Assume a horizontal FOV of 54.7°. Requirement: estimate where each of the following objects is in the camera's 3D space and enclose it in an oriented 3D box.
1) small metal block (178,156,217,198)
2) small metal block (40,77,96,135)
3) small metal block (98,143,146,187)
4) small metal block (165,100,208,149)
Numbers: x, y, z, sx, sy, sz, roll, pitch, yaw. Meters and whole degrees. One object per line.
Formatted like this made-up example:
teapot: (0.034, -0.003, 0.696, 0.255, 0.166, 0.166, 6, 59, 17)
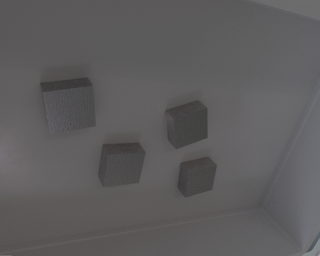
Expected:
small metal block: (0.058, 0.077, 0.488, 0.050, 0.025, 0.050, -10, 123, -23)
small metal block: (-0.100, -0.025, 0.339, 0.050, 0.025, 0.050, -11, 123, -22)
small metal block: (-0.051, 0.048, 0.410, 0.050, 0.025, 0.050, -1, 119, -28)
small metal block: (0.037, -0.005, 0.426, 0.050, 0.025, 0.050, -19, 126, -18)
